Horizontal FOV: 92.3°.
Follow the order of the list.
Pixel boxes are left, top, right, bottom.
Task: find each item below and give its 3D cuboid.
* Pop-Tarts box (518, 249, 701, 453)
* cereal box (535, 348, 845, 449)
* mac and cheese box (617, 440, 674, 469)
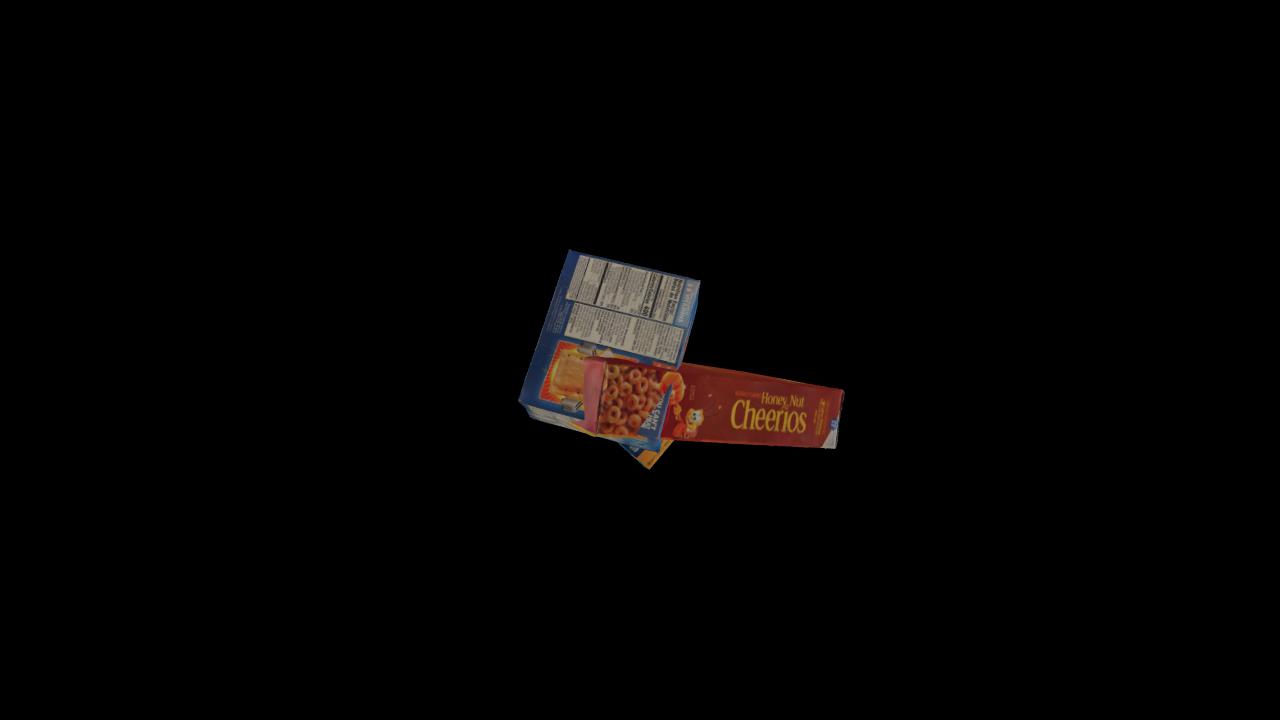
[{"bbox_3d":[-0.027,-0.008,0.630,0.141,0.167,0.083,14,-16,6],"label":"Pop-Tarts box"},{"bbox_3d":[0.049,0.044,0.703,0.306,0.081,0.203,8,1,-29],"label":"cereal box"},{"bbox_3d":[-0.029,0.035,0.734,0.184,0.093,0.041,43,-8,-8],"label":"mac and cheese box"}]
